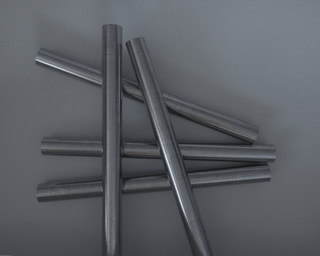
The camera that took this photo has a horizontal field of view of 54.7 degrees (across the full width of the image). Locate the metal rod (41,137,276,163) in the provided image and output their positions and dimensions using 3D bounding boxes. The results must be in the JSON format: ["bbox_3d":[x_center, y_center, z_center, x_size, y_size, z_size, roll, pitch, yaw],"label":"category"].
[{"bbox_3d":[-0.001,0.029,0.409,0.302,0.025,0.025,2,90,-1],"label":"metal rod"}]

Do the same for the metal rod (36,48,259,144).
[{"bbox_3d":[-0.016,-0.042,0.409,0.302,0.025,0.025,20,90,-1],"label":"metal rod"}]

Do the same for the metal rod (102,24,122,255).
[{"bbox_3d":[-0.059,0.024,0.383,0.025,0.025,0.298,0,90,-1],"label":"metal rod"}]

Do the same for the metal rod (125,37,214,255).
[{"bbox_3d":[0.014,0.034,0.385,0.025,0.025,0.298,-18,90,0],"label":"metal rod"}]

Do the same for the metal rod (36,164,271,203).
[{"bbox_3d":[-0.007,0.073,0.410,0.302,0.025,0.025,-5,90,-1],"label":"metal rod"}]
